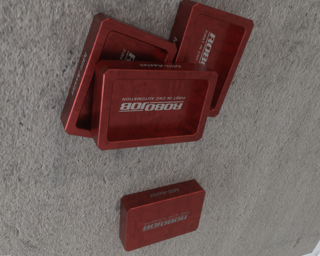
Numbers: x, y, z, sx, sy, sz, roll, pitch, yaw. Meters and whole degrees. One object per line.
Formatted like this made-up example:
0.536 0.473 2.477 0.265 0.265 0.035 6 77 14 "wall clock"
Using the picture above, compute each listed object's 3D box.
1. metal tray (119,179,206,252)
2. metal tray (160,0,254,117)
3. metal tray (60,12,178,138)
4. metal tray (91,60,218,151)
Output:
0.003 0.137 0.490 0.131 0.030 0.089 -8 122 -24 "metal tray"
0.051 -0.080 0.381 0.091 0.030 0.129 4 117 -30 "metal tray"
-0.047 -0.049 0.347 0.091 0.030 0.129 12 113 -33 "metal tray"
-0.006 -0.026 0.344 0.131 0.030 0.089 -4 120 -27 "metal tray"
